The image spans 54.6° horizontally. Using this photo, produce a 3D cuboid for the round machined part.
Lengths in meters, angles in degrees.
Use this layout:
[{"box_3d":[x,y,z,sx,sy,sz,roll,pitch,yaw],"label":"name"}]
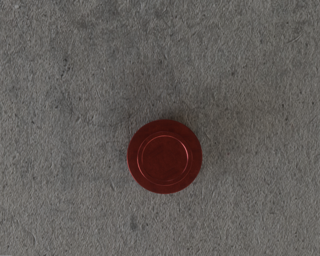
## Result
[{"box_3d":[0.006,0.037,0.402,0.099,0.042,0.097,0,90,0],"label":"round machined part"}]
